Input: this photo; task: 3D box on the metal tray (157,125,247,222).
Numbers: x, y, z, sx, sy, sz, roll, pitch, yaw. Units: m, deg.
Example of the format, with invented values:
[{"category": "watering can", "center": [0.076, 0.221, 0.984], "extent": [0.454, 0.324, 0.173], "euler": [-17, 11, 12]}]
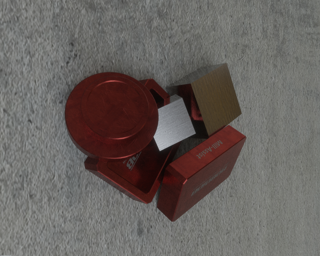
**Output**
[{"category": "metal tray", "center": [0.057, 0.060, 0.421], "extent": [0.131, 0.030, 0.089], "euler": [-29, 144, -36]}]

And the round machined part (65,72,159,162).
[{"category": "round machined part", "center": [-0.049, -0.016, 0.327], "extent": [0.099, 0.042, 0.098], "euler": [4, 72, -14]}]

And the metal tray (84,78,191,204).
[{"category": "metal tray", "center": [-0.021, 0.015, 0.384], "extent": [0.090, 0.030, 0.130], "euler": [42, 64, -32]}]

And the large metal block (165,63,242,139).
[{"category": "large metal block", "center": [0.064, -0.039, 0.444], "extent": [0.081, 0.050, 0.080], "euler": [-34, 111, -35]}]

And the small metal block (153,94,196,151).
[{"category": "small metal block", "center": [0.010, -0.007, 0.385], "extent": [0.050, 0.025, 0.050], "euler": [-26, 111, -8]}]
